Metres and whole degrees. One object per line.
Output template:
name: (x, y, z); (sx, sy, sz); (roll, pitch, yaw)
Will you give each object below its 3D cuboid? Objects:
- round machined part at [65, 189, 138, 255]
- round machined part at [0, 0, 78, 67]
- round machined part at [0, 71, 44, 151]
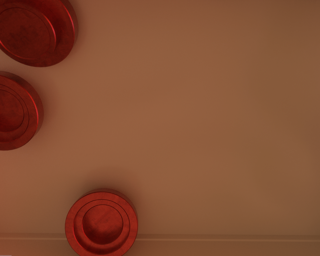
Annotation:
round machined part: (-0.080, 0.134, 0.441); (0.099, 0.042, 0.097); (0, 92, -3)
round machined part: (-0.146, -0.112, 0.346); (0.099, 0.042, 0.097); (0, 127, 0)
round machined part: (-0.196, -0.024, 0.392); (0.099, 0.042, 0.097); (0, 110, 0)
